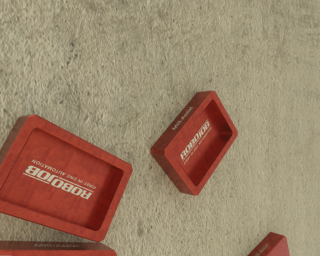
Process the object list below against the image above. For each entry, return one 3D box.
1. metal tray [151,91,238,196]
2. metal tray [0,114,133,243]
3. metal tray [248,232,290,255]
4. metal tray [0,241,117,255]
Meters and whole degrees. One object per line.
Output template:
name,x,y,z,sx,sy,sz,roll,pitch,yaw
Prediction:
metal tray,0.055,0.019,0.446,0.130,0.030,0.090,-50,119,-28
metal tray,-0.099,0.054,0.318,0.130,0.030,0.090,34,69,-35
metal tray,0.191,0.263,0.561,0.131,0.030,0.089,-24,105,-37
metal tray,-0.113,0.163,0.306,0.131,0.030,0.090,19,78,-38
